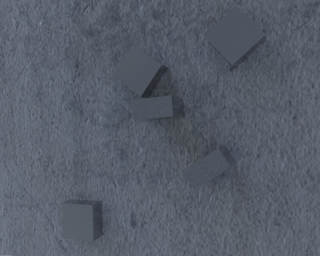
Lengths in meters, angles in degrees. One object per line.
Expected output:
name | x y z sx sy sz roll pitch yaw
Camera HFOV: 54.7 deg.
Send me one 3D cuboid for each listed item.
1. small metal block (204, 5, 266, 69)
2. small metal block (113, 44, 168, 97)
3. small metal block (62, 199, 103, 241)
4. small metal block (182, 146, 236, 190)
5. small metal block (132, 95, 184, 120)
small metal block | 0.092 -0.109 0.376 0.050 0.025 0.050 -43 77 14
small metal block | -0.026 -0.076 0.417 0.050 0.025 0.050 37 102 16
small metal block | -0.112 0.132 0.447 0.050 0.025 0.050 -2 90 19
small metal block | 0.061 0.047 0.374 0.050 0.050 0.025 -36 79 16
small metal block | -0.001 -0.024 0.395 0.050 0.050 0.025 -5 89 19
